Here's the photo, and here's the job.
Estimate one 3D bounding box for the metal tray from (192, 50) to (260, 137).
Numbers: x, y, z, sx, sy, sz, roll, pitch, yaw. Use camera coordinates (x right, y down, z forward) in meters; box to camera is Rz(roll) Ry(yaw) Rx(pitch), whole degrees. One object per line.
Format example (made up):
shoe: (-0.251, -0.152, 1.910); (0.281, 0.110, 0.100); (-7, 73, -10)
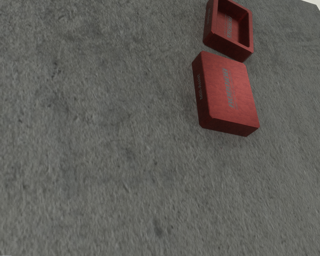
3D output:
metal tray: (0.102, -0.055, 0.492); (0.091, 0.030, 0.130); (11, 57, -23)

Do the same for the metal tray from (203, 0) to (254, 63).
metal tray: (0.132, -0.194, 0.592); (0.091, 0.030, 0.130); (22, 54, -16)
